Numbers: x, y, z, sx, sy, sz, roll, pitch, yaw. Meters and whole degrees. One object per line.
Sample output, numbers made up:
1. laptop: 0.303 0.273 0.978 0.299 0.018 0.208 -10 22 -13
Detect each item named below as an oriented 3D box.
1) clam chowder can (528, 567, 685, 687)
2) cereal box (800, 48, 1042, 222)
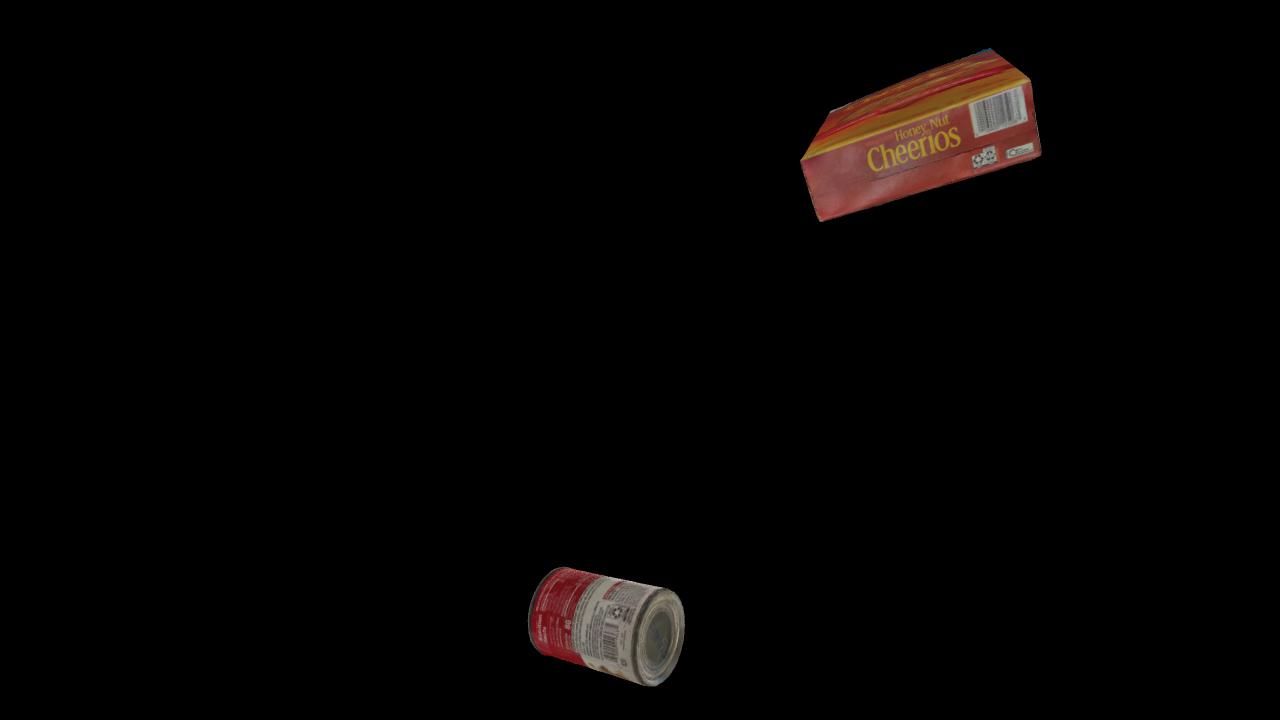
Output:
1. clam chowder can: -0.025 0.199 0.467 0.102 0.068 0.068 -3 -2 35
2. cereal box: 0.307 -0.263 0.693 0.203 0.081 0.306 -12 24 29
